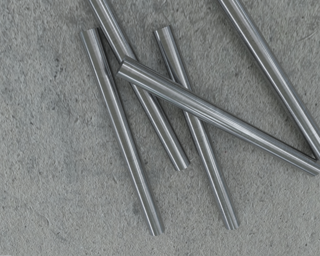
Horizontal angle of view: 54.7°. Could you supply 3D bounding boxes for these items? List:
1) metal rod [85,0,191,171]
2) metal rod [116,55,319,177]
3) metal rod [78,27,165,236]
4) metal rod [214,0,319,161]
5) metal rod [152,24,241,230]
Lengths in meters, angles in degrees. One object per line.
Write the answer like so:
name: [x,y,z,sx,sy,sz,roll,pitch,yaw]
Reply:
metal rod: [-0.034,-0.074,0.381,0.025,0.025,0.299,-24,109,8]
metal rod: [0.086,-0.007,0.388,0.301,0.025,0.025,26,108,-17]
metal rod: [-0.045,0.019,0.416,0.025,0.025,0.298,-15,110,5]
metal rod: [0.135,-0.075,0.382,0.025,0.025,0.300,-35,107,12]
metal rod: [0.055,0.013,0.414,0.025,0.025,0.299,-20,109,7]
